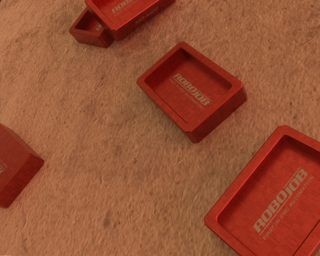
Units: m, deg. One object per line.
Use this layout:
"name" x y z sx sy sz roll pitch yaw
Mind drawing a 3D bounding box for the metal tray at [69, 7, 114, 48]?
"metal tray" -0.101 -0.215 0.582 0.090 0.030 0.130 21 72 35

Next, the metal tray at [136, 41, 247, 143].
"metal tray" 0.037 -0.052 0.411 0.090 0.030 0.130 -42 51 -1

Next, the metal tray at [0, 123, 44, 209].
"metal tray" -0.254 0.056 0.497 0.130 0.030 0.090 29 77 37

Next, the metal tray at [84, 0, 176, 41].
"metal tray" -0.050 -0.219 0.530 0.130 0.030 0.090 -38 71 -8

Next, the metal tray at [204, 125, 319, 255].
"metal tray" 0.117 0.070 0.295 0.130 0.030 0.090 -49 52 -7
